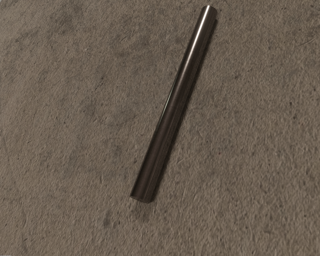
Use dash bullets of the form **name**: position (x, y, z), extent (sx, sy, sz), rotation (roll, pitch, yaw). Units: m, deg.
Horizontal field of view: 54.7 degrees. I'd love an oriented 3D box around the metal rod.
- **metal rod**: position (0.026, -0.046, 0.417), extent (0.025, 0.025, 0.300), rotation (7, 65, 31)
